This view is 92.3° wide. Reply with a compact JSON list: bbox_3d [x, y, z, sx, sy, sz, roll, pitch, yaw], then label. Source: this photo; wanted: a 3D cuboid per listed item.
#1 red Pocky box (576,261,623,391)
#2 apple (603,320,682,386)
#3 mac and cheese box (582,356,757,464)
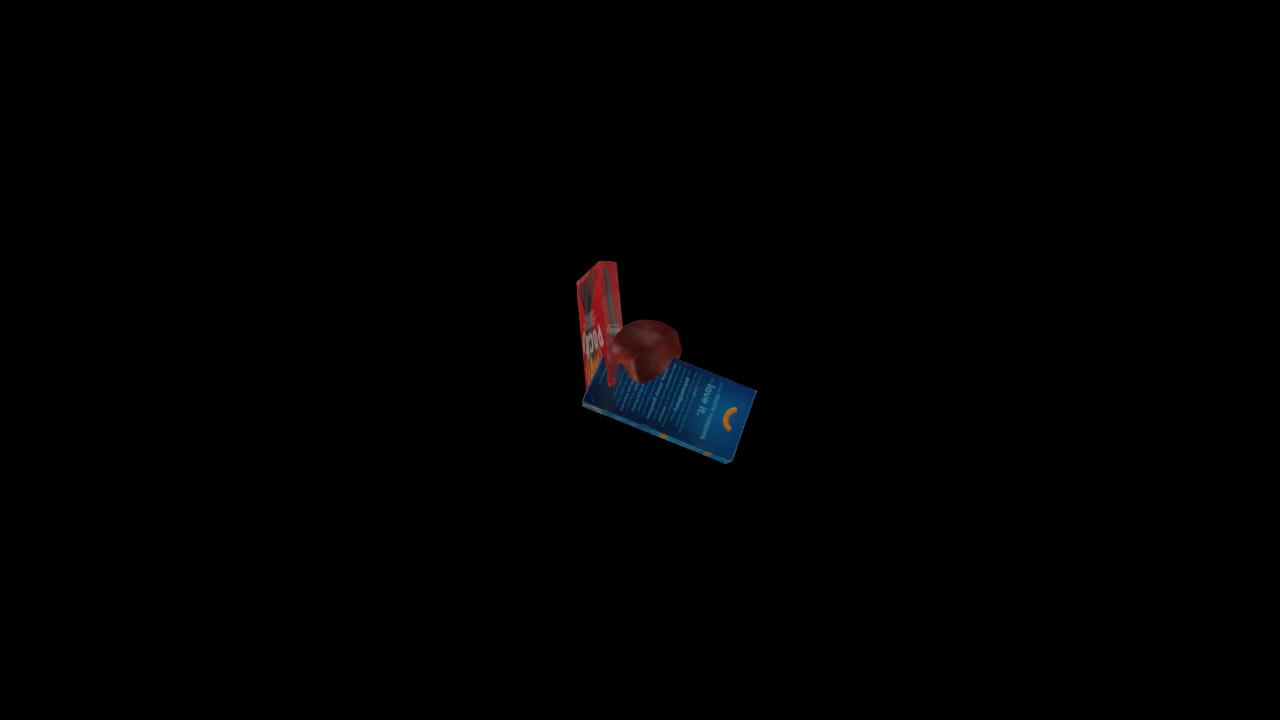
[{"bbox_3d":[-0.048,-0.036,0.752,0.028,0.155,0.083,-1,-12,-26],"label":"red Pocky box"},{"bbox_3d":[0.005,-0.009,0.735,0.093,0.079,0.079,-31,15,-27],"label":"apple"},{"bbox_3d":[0.034,0.045,0.724,0.184,0.093,0.041,23,-17,1],"label":"mac and cheese box"}]
